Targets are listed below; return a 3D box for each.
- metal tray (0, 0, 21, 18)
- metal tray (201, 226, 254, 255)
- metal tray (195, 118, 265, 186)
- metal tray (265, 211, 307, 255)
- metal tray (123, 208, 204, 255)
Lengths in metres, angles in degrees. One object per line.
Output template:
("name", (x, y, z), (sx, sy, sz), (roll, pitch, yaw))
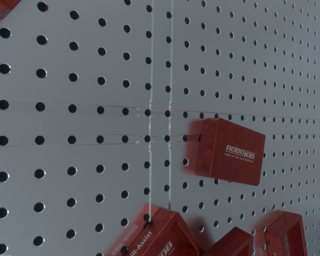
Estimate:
("metal tray", (-0.142, -0.180, 0.285), (0.090, 0.030, 0.130), (42, 64, -32))
("metal tray", (0.100, 0.226, 0.466), (0.091, 0.030, 0.129), (-23, 120, -38))
("metal tray", (0.118, 0.042, 0.504), (0.131, 0.030, 0.090), (17, 80, -39))
("metal tray", (0.256, 0.246, 0.618), (0.091, 0.030, 0.129), (-20, 103, -38))
("metal tray", (-0.005, 0.182, 0.401), (0.131, 0.030, 0.090), (-46, 117, -30))
